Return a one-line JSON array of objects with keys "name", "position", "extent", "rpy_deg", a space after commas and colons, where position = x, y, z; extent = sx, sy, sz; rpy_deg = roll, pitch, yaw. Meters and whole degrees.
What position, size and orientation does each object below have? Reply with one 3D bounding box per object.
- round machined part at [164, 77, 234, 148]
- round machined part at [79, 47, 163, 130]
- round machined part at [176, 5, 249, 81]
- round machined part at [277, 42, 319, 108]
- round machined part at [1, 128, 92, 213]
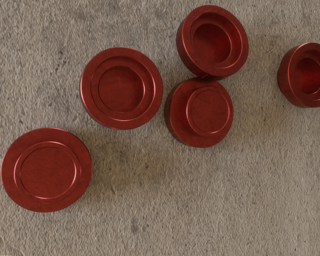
[{"name": "round machined part", "position": [0.059, -0.021, 0.421], "extent": [0.099, 0.042, 0.097], "rpy_deg": [0, 90, -20]}, {"name": "round machined part", "position": [-0.049, -0.047, 0.382], "extent": [0.099, 0.042, 0.097], "rpy_deg": [0, 90, -20]}, {"name": "round machined part", "position": [0.066, -0.110, 0.419], "extent": [0.099, 0.042, 0.098], "rpy_deg": [4, 80, -20]}, {"name": "round machined part", "position": [0.223, -0.079, 0.482], "extent": [0.099, 0.042, 0.097], "rpy_deg": [0, 90, -20]}, {"name": "round machined part", "position": [-0.127, 0.048, 0.353], "extent": [0.099, 0.042, 0.097], "rpy_deg": [0, 90, -20]}]
